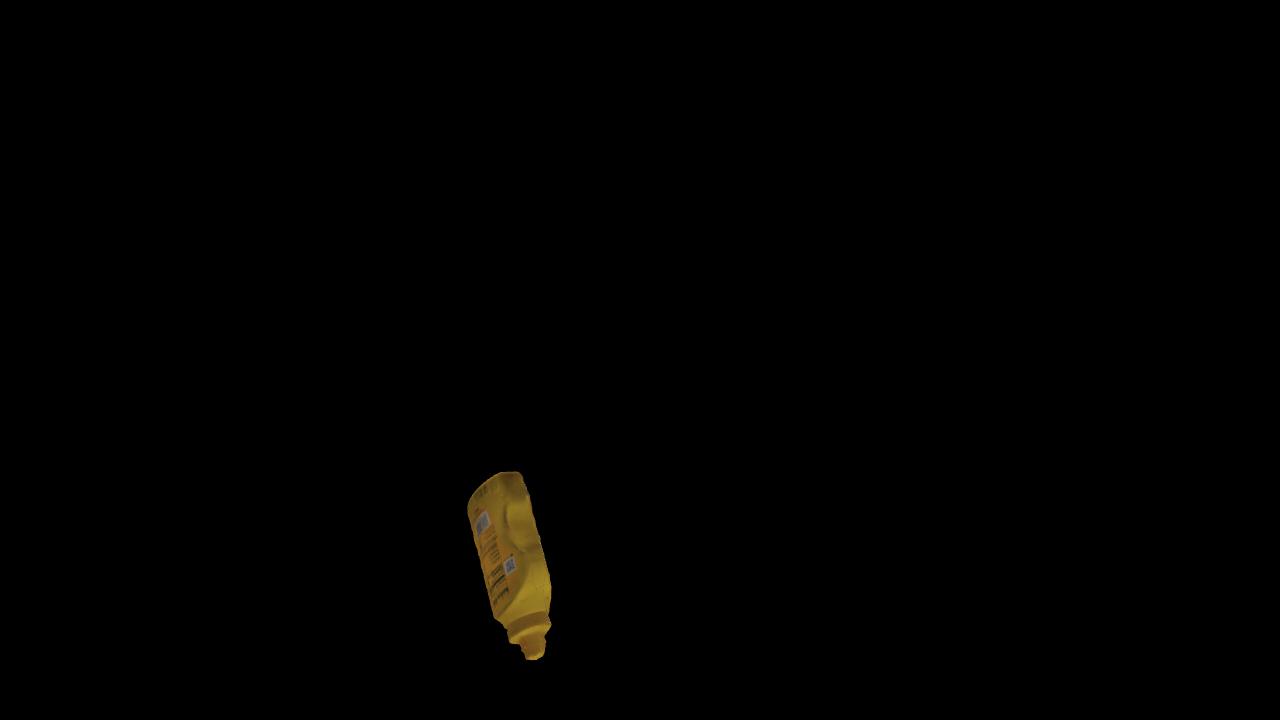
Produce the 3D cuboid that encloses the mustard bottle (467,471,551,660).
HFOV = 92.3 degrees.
[{"bbox_3d":[-0.131,0.215,0.634,0.054,0.184,0.092,14,-51,-43],"label":"mustard bottle"}]
